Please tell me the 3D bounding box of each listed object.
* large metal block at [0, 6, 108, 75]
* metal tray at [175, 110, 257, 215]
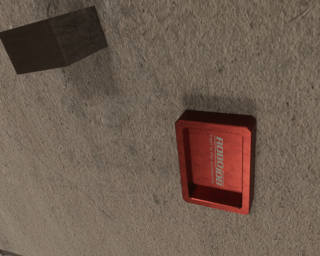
[{"bbox_3d":[-0.124,-0.105,0.370,0.080,0.080,0.050,-2,118,29],"label":"large metal block"},{"bbox_3d":[0.071,0.044,0.392,0.090,0.030,0.129,7,122,24],"label":"metal tray"}]
